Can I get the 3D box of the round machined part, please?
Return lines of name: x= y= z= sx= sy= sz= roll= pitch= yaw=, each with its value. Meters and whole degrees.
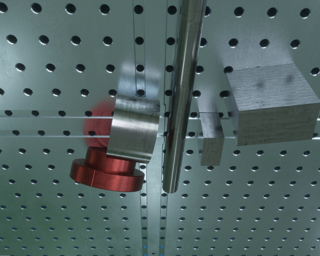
round machined part: x=-0.068 y=0.052 z=0.421 sx=0.099 sy=0.098 sz=0.042 roll=12 pitch=90 yaw=-11

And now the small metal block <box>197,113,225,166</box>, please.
small metal block: x=0.066 y=0.015 z=0.409 sx=0.025 sy=0.050 sz=0.050 roll=0 pitch=130 yaw=0

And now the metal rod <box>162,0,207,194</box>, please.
metal rod: x=0.025 y=-0.019 z=0.395 sx=0.025 sy=0.025 sz=0.298 roll=2 pitch=130 yaw=-3

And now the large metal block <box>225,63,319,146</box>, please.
large metal block: x=0.122 y=-0.028 z=0.354 sx=0.080 sy=0.080 sz=0.050 roll=-6 pitch=130 yaw=4

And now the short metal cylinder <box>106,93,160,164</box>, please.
short metal cylinder: x=-0.034 y=0.000 z=0.376 sx=0.050 sy=0.080 sz=0.079 roll=10 pitch=129 yaw=-9
